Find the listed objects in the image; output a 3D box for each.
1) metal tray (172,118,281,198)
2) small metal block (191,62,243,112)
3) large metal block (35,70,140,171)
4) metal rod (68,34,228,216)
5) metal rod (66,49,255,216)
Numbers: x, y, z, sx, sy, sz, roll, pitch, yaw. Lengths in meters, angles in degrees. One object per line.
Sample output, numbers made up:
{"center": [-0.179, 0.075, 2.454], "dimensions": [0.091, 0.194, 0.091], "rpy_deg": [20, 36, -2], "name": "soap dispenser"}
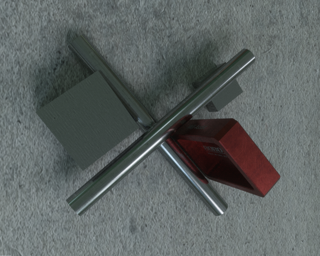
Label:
{"center": [0.073, 0.032, 0.382], "dimensions": [0.030, 0.130, 0.090], "rpy_deg": [-44, 104, -14], "name": "metal tray"}
{"center": [0.082, -0.058, 0.442], "dimensions": [0.050, 0.025, 0.050], "rpy_deg": [-37, 102, -16], "name": "small metal block"}
{"center": [-0.085, -0.009, 0.365], "dimensions": [0.080, 0.050, 0.080], "rpy_deg": [-39, 103, -16], "name": "large metal block"}
{"center": [-0.007, 0.006, 0.409], "dimensions": [0.025, 0.025, 0.300], "rpy_deg": [-44, 104, -15], "name": "metal rod"}
{"center": [0.012, -0.005, 0.389], "dimensions": [0.301, 0.025, 0.025], "rpy_deg": [-41, 103, -16], "name": "metal rod"}
